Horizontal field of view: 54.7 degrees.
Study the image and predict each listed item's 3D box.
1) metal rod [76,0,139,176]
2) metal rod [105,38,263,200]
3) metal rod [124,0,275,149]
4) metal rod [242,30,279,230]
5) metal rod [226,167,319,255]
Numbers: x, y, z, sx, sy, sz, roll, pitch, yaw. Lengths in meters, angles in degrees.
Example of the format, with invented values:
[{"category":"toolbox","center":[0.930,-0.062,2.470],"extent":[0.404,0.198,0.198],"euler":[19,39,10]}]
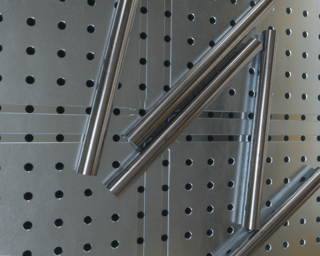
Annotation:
[{"category":"metal rod","center":[-0.057,-0.089,0.391],"extent":[0.025,0.025,0.298],"euler":[14,85,-20]},{"category":"metal rod","center":[0.042,-0.022,0.429],"extent":[0.301,0.025,0.025],"euler":[-45,105,-15]},{"category":"metal rod","center":[0.064,-0.087,0.437],"extent":[0.301,0.025,0.025],"euler":[-46,105,-15]},{"category":"metal rod","center":[0.153,0.001,0.470],"extent":[0.025,0.025,0.298],"euler":[8,87,-20]},{"category":"metal rod","center":[0.155,0.161,0.472],"extent":[0.301,0.025,0.025],"euler":[-37,102,-17]}]
